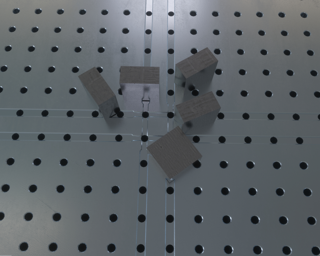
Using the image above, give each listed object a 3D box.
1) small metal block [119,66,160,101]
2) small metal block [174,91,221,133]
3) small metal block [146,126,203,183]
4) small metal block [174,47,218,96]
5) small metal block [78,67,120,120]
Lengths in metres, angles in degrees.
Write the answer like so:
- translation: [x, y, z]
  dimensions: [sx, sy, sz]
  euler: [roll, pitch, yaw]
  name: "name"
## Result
- translation: [-0.026, -0.060, 0.420]
  dimensions: [0.050, 0.050, 0.025]
  euler: [1, 70, 0]
  name: "small metal block"
- translation: [0.047, -0.018, 0.405]
  dimensions: [0.050, 0.050, 0.025]
  euler: [-22, 72, -8]
  name: "small metal block"
- translation: [0.018, 0.034, 0.400]
  dimensions: [0.050, 0.025, 0.050]
  euler: [-34, 74, -12]
  name: "small metal block"
- translation: [0.048, -0.077, 0.427]
  dimensions: [0.050, 0.050, 0.025]
  euler: [-30, 73, -10]
  name: "small metal block"
- translation: [-0.080, -0.045, 0.415]
  dimensions: [0.025, 0.050, 0.050]
  euler: [-33, 74, -11]
  name: "small metal block"
